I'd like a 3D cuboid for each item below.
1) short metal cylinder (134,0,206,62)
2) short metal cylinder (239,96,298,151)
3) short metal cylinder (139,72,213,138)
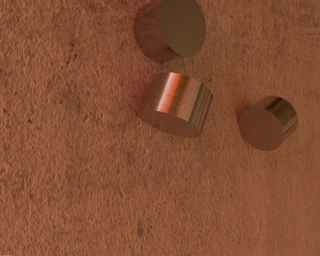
[{"bbox_3d":[0.013,-0.128,0.399,0.081,0.050,0.080,0,90,-40],"label":"short metal cylinder"},{"bbox_3d":[0.181,-0.008,0.521,0.050,0.080,0.080,-32,110,-35],"label":"short metal cylinder"},{"bbox_3d":[0.020,-0.027,0.385,0.080,0.080,0.050,31,71,-36],"label":"short metal cylinder"}]
